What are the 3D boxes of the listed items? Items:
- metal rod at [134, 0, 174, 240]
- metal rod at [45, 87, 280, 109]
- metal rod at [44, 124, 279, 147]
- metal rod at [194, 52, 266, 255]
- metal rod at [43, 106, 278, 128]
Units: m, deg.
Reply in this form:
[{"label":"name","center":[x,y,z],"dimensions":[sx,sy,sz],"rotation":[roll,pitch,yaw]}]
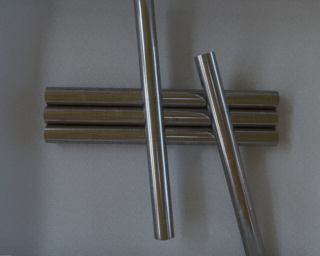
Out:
[{"label":"metal rod","center":[-0.007,-0.013,0.385],"dimensions":[0.025,0.025,0.298],"rotation":[-5,90,-1]},{"label":"metal rod","center":[0.003,-0.040,0.410],"dimensions":[0.302,0.025,0.025],"rotation":[1,90,-1]},{"label":"metal rod","center":[0.003,0.010,0.410],"dimensions":[0.302,0.025,0.025],"rotation":[1,90,-1]},{"label":"metal rod","center":[0.094,0.054,0.391],"dimensions":[0.025,0.025,0.298],"rotation":[-16,97,0]},{"label":"metal rod","center":[0.002,-0.015,0.410],"dimensions":[0.302,0.025,0.025],"rotation":[1,90,-1]}]
